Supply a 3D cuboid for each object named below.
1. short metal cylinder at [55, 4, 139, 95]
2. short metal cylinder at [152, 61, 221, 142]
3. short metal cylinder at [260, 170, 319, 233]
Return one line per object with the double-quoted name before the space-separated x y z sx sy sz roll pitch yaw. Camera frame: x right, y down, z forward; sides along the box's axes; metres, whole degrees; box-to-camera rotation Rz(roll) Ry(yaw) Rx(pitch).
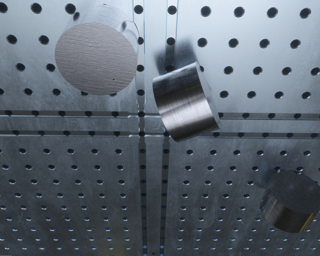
"short metal cylinder" -0.063 -0.081 0.325 0.081 0.050 0.079 0 130 0
"short metal cylinder" 0.032 -0.029 0.352 0.050 0.080 0.080 -20 128 16
"short metal cylinder" 0.200 0.111 0.474 0.081 0.080 0.050 3 130 -3
